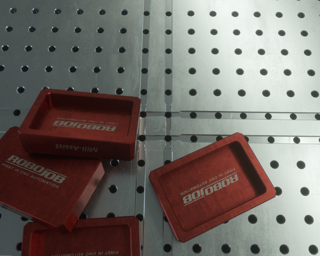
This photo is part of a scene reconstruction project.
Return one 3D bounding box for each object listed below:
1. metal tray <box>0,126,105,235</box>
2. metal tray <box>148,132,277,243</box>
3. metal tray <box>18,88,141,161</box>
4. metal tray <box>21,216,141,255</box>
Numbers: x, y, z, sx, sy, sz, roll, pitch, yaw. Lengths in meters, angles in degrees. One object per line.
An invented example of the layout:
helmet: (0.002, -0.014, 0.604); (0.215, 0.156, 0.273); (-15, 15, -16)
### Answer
metal tray: (-0.145, 0.058, 0.368); (0.130, 0.030, 0.090); (19, 57, 13)
metal tray: (0.062, 0.072, 0.383); (0.131, 0.030, 0.090); (-23, 72, -9)
metal tray: (-0.093, -0.007, 0.385); (0.131, 0.030, 0.090); (5, 41, -2)
metal tray: (-0.087, 0.151, 0.352); (0.131, 0.030, 0.090); (-3, 70, -2)
